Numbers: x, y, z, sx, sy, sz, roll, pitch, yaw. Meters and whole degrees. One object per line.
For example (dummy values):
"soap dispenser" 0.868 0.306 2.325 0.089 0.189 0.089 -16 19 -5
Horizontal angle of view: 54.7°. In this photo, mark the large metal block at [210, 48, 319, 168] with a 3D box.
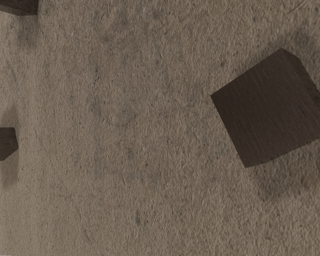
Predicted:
"large metal block" 0.109 -0.016 0.298 0.080 0.050 0.080 -34 69 34

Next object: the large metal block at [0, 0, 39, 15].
"large metal block" -0.298 -0.259 0.611 0.080 0.081 0.050 15 100 38

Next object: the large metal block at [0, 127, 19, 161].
"large metal block" -0.367 0.037 0.667 0.080 0.081 0.050 -29 72 36
